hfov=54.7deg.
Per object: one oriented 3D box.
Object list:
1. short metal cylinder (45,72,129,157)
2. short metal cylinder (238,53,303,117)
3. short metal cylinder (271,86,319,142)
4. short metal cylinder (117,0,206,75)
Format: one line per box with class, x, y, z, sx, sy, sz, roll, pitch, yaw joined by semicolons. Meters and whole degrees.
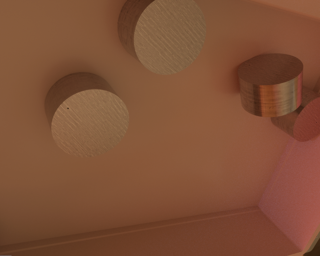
short metal cylinder;-0.081;-0.015;0.339;0.081;0.050;0.079;-14;124;-21
short metal cylinder;0.148;-0.059;0.417;0.080;0.080;0.050;-27;128;-12
short metal cylinder;0.229;-0.024;0.502;0.081;0.050;0.079;-14;124;-21
short metal cylinder;0.001;-0.103;0.329;0.081;0.050;0.079;-14;124;-21
